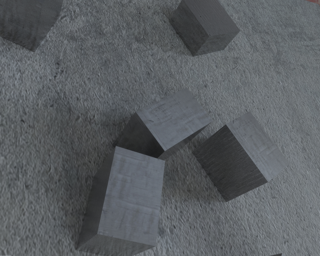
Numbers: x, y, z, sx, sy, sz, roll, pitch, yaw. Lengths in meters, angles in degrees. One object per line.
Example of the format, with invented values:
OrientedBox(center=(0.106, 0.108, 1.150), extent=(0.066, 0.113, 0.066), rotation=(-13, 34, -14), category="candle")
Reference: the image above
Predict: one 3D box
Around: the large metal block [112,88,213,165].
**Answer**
OrientedBox(center=(0.001, 0.006, 0.365), extent=(0.081, 0.080, 0.050), rotation=(-29, 78, -37), category="large metal block")

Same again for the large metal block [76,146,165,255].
OrientedBox(center=(-0.039, 0.076, 0.301), extent=(0.050, 0.080, 0.080), rotation=(19, 54, -17), category="large metal block")

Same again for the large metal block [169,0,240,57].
OrientedBox(center=(0.077, -0.177, 0.537), extent=(0.081, 0.050, 0.080), rotation=(-21, 73, -36), category="large metal block")

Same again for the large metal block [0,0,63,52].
OrientedBox(center=(-0.156, -0.156, 0.379), extent=(0.050, 0.080, 0.080), rotation=(25, 53, -13), category="large metal block")

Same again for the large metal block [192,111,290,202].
OrientedBox(center=(0.100, 0.038, 0.399), extent=(0.050, 0.080, 0.080), rotation=(-25, 76, -37), category="large metal block")

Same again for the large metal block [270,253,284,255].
OrientedBox(center=(0.123, 0.183, 0.323), extent=(0.080, 0.080, 0.050), rotation=(40, 51, -2), category="large metal block")
